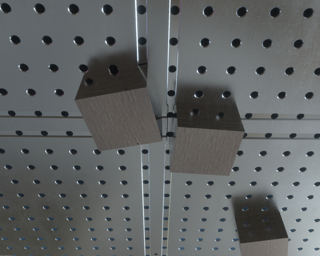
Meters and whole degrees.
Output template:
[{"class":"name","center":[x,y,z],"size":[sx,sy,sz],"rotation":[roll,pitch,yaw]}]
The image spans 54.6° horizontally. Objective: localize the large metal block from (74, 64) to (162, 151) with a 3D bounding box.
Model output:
[{"class":"large metal block","center":[-0.045,-0.023,0.375],"size":[0.080,0.050,0.080],"rotation":[-9,130,8]}]

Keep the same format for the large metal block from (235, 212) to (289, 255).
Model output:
[{"class":"large metal block","center":[0.186,0.205,0.571],"size":[0.080,0.050,0.080],"rotation":[-10,130,8]}]

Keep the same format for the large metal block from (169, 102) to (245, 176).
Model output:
[{"class":"large metal block","center":[0.057,0.016,0.409],"size":[0.080,0.050,0.080],"rotation":[4,130,-4]}]
